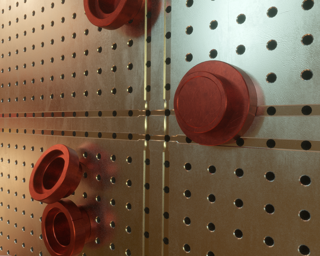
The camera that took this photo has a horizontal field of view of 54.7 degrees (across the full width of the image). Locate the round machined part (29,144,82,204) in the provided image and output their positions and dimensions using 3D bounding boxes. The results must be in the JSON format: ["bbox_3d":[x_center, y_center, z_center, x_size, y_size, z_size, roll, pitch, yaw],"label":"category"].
[{"bbox_3d":[-0.169,0.079,0.519,0.098,0.042,0.098,-20,52,29],"label":"round machined part"}]

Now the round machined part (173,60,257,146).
[{"bbox_3d":[0.055,-0.028,0.352,0.098,0.042,0.097,0,90,39],"label":"round machined part"}]

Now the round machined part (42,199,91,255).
[{"bbox_3d":[-0.155,0.168,0.523,0.098,0.042,0.097,0,90,39],"label":"round machined part"}]

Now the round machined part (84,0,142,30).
[{"bbox_3d":[-0.064,-0.191,0.448,0.098,0.042,0.097,0,90,39],"label":"round machined part"}]
